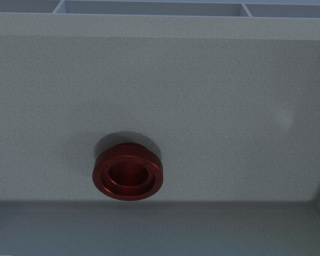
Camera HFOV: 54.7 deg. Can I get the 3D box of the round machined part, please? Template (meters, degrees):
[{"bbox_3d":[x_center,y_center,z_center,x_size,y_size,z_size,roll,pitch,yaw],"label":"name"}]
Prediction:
[{"bbox_3d":[-0.045,0.059,0.448,0.099,0.042,0.097,-1,130,0],"label":"round machined part"}]
